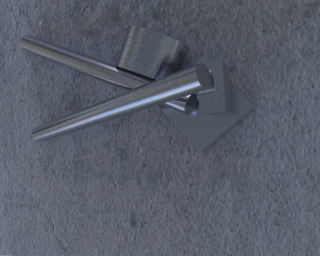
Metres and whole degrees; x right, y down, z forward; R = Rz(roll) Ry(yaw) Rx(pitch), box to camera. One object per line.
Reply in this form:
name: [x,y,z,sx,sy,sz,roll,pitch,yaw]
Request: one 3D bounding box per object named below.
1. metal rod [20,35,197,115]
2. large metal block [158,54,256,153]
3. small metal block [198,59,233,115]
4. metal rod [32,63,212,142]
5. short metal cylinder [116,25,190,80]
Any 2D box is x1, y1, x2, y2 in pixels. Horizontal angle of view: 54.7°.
metal rod: [-0.086,-0.079,0.409,0.300,0.025,0.025,24,98,29]
large metal block: [0.057,-0.027,0.375,0.080,0.050,0.080,-43,76,16]
small metal block: [0.057,-0.040,0.320,0.025,0.050,0.050,-4,89,20]
metal rod: [-0.072,-0.019,0.378,0.300,0.025,0.025,-14,85,40]
short metal cylinder: [-0.009,-0.087,0.385,0.080,0.080,0.050,22,97,18]
